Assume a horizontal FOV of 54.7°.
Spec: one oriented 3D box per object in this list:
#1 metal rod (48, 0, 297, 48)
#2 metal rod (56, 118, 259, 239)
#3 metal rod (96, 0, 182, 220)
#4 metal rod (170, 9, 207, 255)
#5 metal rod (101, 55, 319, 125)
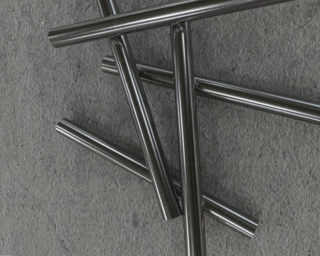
[{"bbox_3d":[0.005,-0.128,0.352,0.301,0.025,0.025,-5,89,19],"label":"metal rod"},{"bbox_3d":[-0.016,0.059,0.414,0.301,0.025,0.025,26,99,18],"label":"metal rod"},{"bbox_3d":[-0.029,-0.034,0.391,0.025,0.025,0.299,-20,83,19],"label":"metal rod"},{"bbox_3d":[0.033,0.008,0.369,0.025,0.025,0.298,-4,88,20],"label":"metal rod"},{"bbox_3d":[0.061,-0.050,0.387,0.301,0.025,0.025,16,96,19],"label":"metal rod"}]
